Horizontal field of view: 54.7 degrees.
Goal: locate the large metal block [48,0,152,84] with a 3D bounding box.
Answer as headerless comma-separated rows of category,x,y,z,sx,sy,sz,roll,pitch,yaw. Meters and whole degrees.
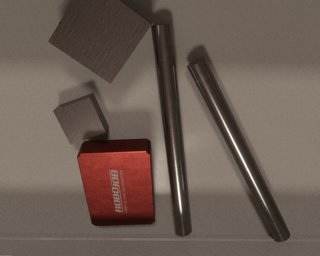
large metal block,-0.065,-0.111,0.356,0.080,0.050,0.080,34,106,-12

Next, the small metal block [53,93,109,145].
small metal block,-0.102,-0.012,0.405,0.050,0.025,0.050,-19,109,6

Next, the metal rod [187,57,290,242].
metal rod,0.116,0.042,0.428,0.025,0.025,0.299,-27,108,9

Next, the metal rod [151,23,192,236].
metal rod,0.019,0.016,0.417,0.025,0.025,0.298,-6,110,2

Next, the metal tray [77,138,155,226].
metal tray,-0.055,0.077,0.423,0.091,0.030,0.129,-2,121,0
